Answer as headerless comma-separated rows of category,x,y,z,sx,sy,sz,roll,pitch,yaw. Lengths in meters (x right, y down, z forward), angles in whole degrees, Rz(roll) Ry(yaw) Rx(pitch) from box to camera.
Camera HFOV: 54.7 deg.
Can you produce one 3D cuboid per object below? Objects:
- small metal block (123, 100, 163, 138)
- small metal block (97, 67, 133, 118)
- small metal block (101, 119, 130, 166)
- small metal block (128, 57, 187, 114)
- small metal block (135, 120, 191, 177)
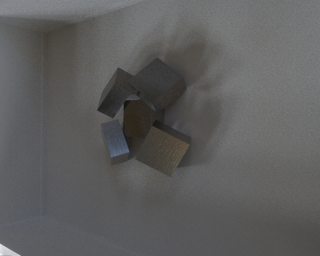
small metal block,-0.023,-0.013,0.423,0.050,0.025,0.050,2,92,40
small metal block,-0.063,-0.050,0.440,0.050,0.025,0.050,-50,23,29
small metal block,-0.065,0.022,0.443,0.050,0.025,0.050,114,137,-68
small metal block,-0.003,-0.054,0.391,0.050,0.025,0.050,-41,58,-10
small metal block,0.004,0.025,0.386,0.050,0.025,0.050,27,110,0
